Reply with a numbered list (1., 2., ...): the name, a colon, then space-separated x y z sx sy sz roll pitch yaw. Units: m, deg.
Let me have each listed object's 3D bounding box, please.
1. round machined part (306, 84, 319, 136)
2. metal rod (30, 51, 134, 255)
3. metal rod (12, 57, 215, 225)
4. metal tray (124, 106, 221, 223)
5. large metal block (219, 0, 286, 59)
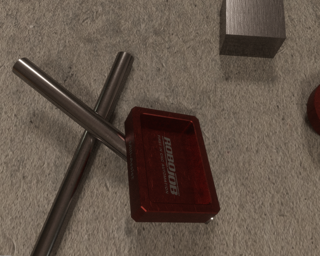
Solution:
1. round machined part: 0.243 -0.019 0.409 0.099 0.042 0.098 0 70 -1
2. metal rod: -0.095 0.032 0.395 0.025 0.025 0.299 17 71 6
3. metal rod: -0.056 0.014 0.379 0.300 0.025 0.025 38 74 3
4. metal tray: 0.010 0.040 0.355 0.091 0.030 0.130 8 52 -23
5. large metal block: 0.132 -0.152 0.452 0.081 0.050 0.080 4 70 1
